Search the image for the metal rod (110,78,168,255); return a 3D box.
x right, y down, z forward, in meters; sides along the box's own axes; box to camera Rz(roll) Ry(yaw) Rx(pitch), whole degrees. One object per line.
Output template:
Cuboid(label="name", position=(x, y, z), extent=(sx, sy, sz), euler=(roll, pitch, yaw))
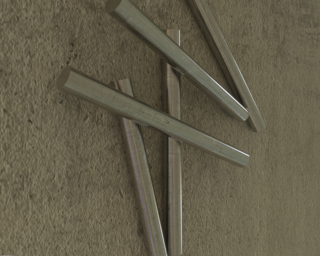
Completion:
Cuboid(label="metal rod", position=(-0.018, 0.088, 0.389), extent=(0.025, 0.025, 0.298), euler=(-19, 102, -38))

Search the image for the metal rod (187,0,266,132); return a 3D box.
Cuboid(label="metal rod", position=(0.101, -0.113, 0.488), extent=(0.025, 0.025, 0.299), euler=(-49, 119, -29))

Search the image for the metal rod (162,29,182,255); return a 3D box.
Cuboid(label="metal rod", position=(0.016, 0.020, 0.418), extent=(0.025, 0.025, 0.298), euler=(-1, 91, -40))

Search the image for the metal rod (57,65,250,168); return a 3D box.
Cuboid(label="metal rod", position=(0.018, 0.001, 0.385), extent=(0.302, 0.025, 0.025), euler=(24, 75, -38))

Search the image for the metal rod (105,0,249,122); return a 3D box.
Cuboid(label="metal rod", position=(0.046, -0.073, 0.413), extent=(0.301, 0.025, 0.025), euler=(29, 72, -46))
